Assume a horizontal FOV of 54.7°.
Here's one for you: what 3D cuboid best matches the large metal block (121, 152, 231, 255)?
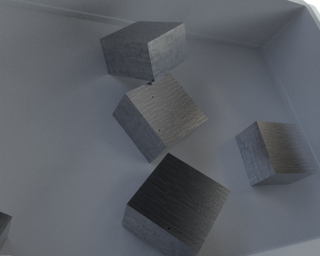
[{"bbox_3d":[0.017,0.087,0.334,0.080,0.050,0.080,31,49,13],"label":"large metal block"}]

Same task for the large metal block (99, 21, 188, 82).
[{"bbox_3d":[-0.019,-0.107,0.420,0.080,0.050,0.080,15,40,34],"label":"large metal block"}]

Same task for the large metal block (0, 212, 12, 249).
[{"bbox_3d":[-0.165,0.083,0.231,0.080,0.080,0.050,28,52,-12],"label":"large metal block"}]

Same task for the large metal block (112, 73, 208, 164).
[{"bbox_3d":[0.000,-0.014,0.400,0.081,0.050,0.080,-32,80,-38],"label":"large metal block"}]

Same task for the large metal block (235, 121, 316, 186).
[{"bbox_3d":[0.170,0.038,0.460,0.081,0.050,0.080,3,60,-27],"label":"large metal block"}]
